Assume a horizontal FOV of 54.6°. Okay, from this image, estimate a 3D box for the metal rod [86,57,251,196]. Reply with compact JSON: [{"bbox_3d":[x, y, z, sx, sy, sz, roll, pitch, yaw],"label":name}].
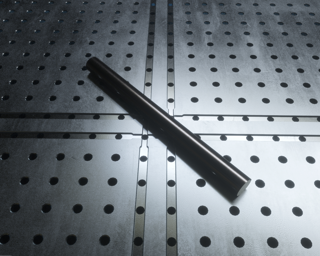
[{"bbox_3d":[-0.006,-0.017,0.423,0.025,0.025,0.300,-35,58,-26],"label":"metal rod"}]
